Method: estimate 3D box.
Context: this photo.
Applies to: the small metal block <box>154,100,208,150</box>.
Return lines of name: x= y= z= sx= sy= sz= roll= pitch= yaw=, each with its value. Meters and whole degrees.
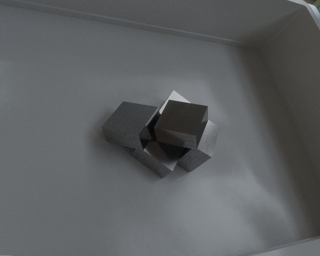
small metal block: x=0.027 y=-0.005 z=0.375 sx=0.050 sy=0.025 sz=0.050 roll=11 pitch=49 yaw=19

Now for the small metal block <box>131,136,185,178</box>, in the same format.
small metal block: x=0.000 y=0.026 z=0.389 sx=0.050 sy=0.025 sz=0.050 roll=36 pitch=51 yaw=-4

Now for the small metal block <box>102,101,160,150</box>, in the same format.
small metal block: x=-0.033 y=-0.004 z=0.374 sx=0.050 sy=0.025 sz=0.050 roll=11 pitch=46 yaw=25

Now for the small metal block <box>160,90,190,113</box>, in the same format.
small metal block: x=0.023 y=-0.016 z=0.427 sx=0.050 sy=0.025 sz=0.050 roll=36 pitch=51 yaw=-4

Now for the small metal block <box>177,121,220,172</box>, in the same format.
small metal block: x=0.049 y=0.022 z=0.402 sx=0.025 sy=0.050 sz=0.050 roll=31 pitch=52 yaw=-9
